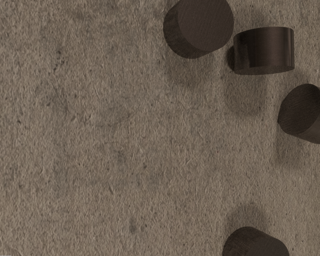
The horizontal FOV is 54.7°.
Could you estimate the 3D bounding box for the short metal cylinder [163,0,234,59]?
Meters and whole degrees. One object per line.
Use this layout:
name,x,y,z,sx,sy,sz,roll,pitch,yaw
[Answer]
short metal cylinder,0.051,-0.138,0.415,0.081,0.050,0.079,0,90,-21

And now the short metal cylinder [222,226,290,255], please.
short metal cylinder,0.139,0.190,0.449,0.081,0.050,0.079,0,90,-21

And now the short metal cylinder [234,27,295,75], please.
short metal cylinder,0.145,-0.105,0.435,0.081,0.080,0.050,-2,91,-20

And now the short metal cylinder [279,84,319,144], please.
short metal cylinder,0.228,-0.021,0.466,0.050,0.080,0.080,18,84,-20
